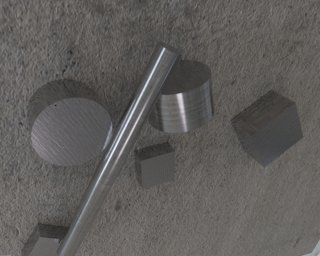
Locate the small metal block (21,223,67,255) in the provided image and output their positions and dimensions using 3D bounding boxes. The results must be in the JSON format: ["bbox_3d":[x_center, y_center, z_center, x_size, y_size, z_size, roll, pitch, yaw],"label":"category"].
[{"bbox_3d":[-0.152,0.161,0.423,0.050,0.025,0.050,23,106,-37],"label":"small metal block"}]

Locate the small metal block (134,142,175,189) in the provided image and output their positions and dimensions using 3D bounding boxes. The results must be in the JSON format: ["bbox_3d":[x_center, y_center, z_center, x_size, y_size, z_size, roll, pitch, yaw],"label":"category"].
[{"bbox_3d":[-0.007,0.052,0.436,0.050,0.025,0.050,-14,125,-21],"label":"small metal block"}]

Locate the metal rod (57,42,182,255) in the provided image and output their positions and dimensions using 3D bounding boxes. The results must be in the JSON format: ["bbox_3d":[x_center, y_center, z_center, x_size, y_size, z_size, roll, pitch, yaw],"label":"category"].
[{"bbox_3d":[-0.057,0.045,0.349,0.025,0.025,0.298,12,119,-34],"label":"metal rod"}]

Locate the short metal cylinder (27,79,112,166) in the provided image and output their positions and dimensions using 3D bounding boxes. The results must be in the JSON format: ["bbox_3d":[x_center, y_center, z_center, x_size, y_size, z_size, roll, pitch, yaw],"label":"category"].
[{"bbox_3d":[-0.098,-0.006,0.333,0.081,0.050,0.079,-14,124,-21],"label":"short metal cylinder"}]

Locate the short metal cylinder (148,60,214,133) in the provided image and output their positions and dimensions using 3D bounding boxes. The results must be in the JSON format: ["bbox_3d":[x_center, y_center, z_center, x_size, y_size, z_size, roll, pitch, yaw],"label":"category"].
[{"bbox_3d":[0.021,-0.038,0.359,0.081,0.080,0.050,-23,127,-15],"label":"short metal cylinder"}]

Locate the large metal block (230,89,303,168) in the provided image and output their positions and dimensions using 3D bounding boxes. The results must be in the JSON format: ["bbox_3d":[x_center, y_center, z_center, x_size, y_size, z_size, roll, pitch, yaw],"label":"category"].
[{"bbox_3d":[0.168,0.001,0.484,0.080,0.050,0.080,-37,129,-4],"label":"large metal block"}]
